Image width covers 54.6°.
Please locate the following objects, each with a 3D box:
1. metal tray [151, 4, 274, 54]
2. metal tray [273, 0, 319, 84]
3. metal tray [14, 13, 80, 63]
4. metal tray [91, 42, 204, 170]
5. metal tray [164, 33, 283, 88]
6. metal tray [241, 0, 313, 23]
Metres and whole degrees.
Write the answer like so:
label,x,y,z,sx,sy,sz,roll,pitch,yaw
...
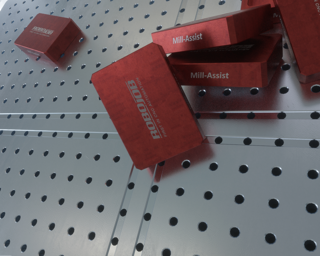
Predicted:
label,x,y,z,sx,sy,sz,roll,pitch,yaw
metal tray,0.064,-0.125,0.398,0.091,0.030,0.130,-29,23,-37
metal tray,0.190,-0.127,0.356,0.090,0.030,0.130,-16,74,19
metal tray,-0.238,-0.192,0.650,0.130,0.030,0.090,23,74,36
metal tray,-0.013,-0.025,0.377,0.090,0.030,0.130,-25,96,13
metal tray,0.078,-0.086,0.393,0.130,0.030,0.090,6,37,31
metal tray,0.183,-0.191,0.426,0.130,0.030,0.090,-1,61,27
